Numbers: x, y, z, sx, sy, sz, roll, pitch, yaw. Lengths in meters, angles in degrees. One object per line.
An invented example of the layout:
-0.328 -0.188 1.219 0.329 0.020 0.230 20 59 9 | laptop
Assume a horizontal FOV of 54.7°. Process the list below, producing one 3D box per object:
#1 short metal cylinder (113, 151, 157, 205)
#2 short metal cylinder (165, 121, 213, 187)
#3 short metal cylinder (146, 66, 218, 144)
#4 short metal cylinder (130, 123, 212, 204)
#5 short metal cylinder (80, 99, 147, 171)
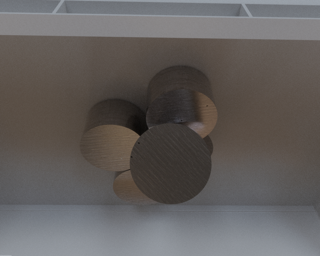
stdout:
-0.025 0.067 0.446 0.081 0.050 0.079 0 130 0 | short metal cylinder
0.022 0.033 0.400 0.081 0.080 0.050 10 129 -9 | short metal cylinder
0.024 -0.026 0.368 0.081 0.050 0.079 0 130 0 | short metal cylinder
0.013 0.035 0.328 0.080 0.050 0.079 0 90 6 | short metal cylinder
-0.057 0.010 0.398 0.081 0.050 0.079 0 130 0 | short metal cylinder
